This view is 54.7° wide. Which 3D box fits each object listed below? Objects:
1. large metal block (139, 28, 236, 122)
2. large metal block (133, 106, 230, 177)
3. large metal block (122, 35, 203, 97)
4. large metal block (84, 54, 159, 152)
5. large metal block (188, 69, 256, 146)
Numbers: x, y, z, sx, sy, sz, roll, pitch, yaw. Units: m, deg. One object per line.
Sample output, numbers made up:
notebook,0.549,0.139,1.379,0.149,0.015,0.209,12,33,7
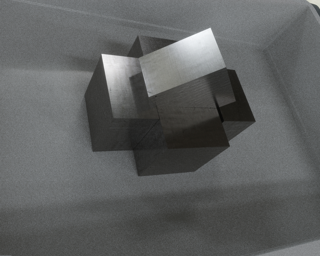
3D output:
large metal block,0.033,-0.053,0.346,0.080,0.080,0.050,45,27,-62
large metal block,0.021,0.017,0.369,0.081,0.080,0.050,0,62,-28
large metal block,-0.002,-0.071,0.411,0.081,0.080,0.050,0,62,-28
large metal block,-0.048,-0.026,0.359,0.050,0.080,0.080,0,62,-28
large metal block,0.071,-0.024,0.419,0.050,0.080,0.080,0,62,-29
